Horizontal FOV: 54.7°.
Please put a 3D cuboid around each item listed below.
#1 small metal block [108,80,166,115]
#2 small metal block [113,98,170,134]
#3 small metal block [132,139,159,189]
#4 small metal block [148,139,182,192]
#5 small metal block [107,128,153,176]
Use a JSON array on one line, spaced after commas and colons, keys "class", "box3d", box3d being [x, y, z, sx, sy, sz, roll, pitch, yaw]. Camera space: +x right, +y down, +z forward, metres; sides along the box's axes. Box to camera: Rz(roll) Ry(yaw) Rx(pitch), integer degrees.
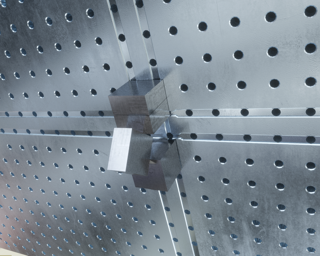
[{"class": "small metal block", "box3d": [-0.027, -0.038, 0.383, 0.050, 0.050, 0.025, 2, 119, 27]}, {"class": "small metal block", "box3d": [-0.022, -0.016, 0.394, 0.050, 0.050, 0.025, 2, 119, 27]}, {"class": "small metal block", "box3d": [-0.017, 0.049, 0.433, 0.025, 0.050, 0.050, 1, 119, 27]}, {"class": "small metal block", "box3d": [0.005, 0.050, 0.420, 0.025, 0.050, 0.050, 1, 119, 27]}, {"class": "small metal block", "box3d": [-0.035, 0.030, 0.377, 0.025, 0.050, 0.050, 1, 77, 28]}]
